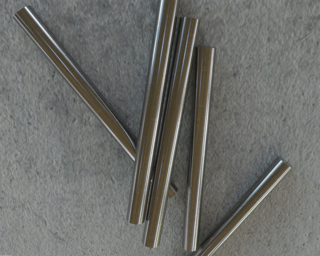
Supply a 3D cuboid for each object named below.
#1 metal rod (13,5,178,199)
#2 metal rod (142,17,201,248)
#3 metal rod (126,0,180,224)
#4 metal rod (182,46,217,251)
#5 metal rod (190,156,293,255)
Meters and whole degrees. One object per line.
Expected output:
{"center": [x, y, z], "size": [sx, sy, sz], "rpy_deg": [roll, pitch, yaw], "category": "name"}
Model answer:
{"center": [-0.072, -0.020, 0.401], "size": [0.025, 0.025, 0.300], "rpy_deg": [-34, 107, 11], "category": "metal rod"}
{"center": [0.011, 0.015, 0.396], "size": [0.025, 0.025, 0.298], "rpy_deg": [9, 103, -4], "category": "metal rod"}
{"center": [-0.010, -0.020, 0.383], "size": [0.025, 0.025, 0.298], "rpy_deg": [8, 103, -4], "category": "metal rod"}
{"center": [0.051, 0.042, 0.425], "size": [0.025, 0.025, 0.298], "rpy_deg": [1, 110, -1], "category": "metal rod"}
{"center": [0.090, 0.163, 0.471], "size": [0.025, 0.025, 0.299], "rpy_deg": [32, 107, -12], "category": "metal rod"}
